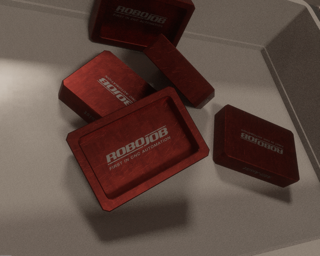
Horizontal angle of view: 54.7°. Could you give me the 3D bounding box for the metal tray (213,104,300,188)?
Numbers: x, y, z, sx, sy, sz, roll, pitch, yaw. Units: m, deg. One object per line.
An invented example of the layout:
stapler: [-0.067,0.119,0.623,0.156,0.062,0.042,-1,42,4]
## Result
metal tray: [0.144,0.027,0.466,0.131,0.030,0.090,21,54,-17]

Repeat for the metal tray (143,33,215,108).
metal tray: [0.031,-0.068,0.412,0.090,0.030,0.130,48,9,5]

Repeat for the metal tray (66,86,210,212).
metal tray: [-0.023,0.021,0.341,0.131,0.030,0.090,-27,85,-16]

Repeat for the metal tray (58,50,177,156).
metal tray: [-0.049,-0.031,0.396,0.130,0.030,0.090,40,51,-1]

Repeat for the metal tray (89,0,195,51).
metal tray: [-0.027,-0.158,0.444,0.131,0.089,0.030,4,47,-27]
